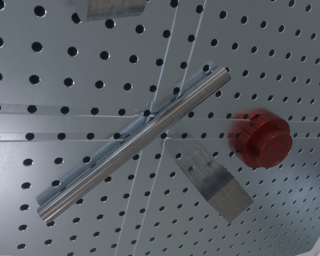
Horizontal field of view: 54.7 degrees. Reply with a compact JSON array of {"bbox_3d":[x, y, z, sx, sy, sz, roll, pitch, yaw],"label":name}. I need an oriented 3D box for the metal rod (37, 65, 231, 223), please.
[{"bbox_3d":[-0.032,0.019,0.405,0.301,0.025,0.025,-38,129,-3],"label":"metal rod"}]

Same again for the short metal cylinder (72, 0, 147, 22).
[{"bbox_3d":[-0.048,-0.135,0.266,0.050,0.080,0.079,-15,125,-20],"label":"short metal cylinder"}]

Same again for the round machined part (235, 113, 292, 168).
[{"bbox_3d":[0.179,0.027,0.515,0.099,0.042,0.097,-14,124,-21],"label":"round machined part"}]

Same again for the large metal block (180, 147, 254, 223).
[{"bbox_3d":[0.087,0.087,0.478,0.050,0.080,0.080,-42,130,1],"label":"large metal block"}]
